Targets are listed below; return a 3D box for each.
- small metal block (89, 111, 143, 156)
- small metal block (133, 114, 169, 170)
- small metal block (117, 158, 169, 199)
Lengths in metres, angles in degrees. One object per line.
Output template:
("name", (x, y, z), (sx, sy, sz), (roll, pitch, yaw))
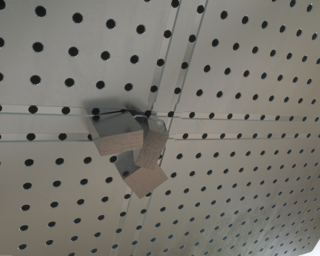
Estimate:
("small metal block", (-0.053, 0.005, 0.369), (0.050, 0.050, 0.025), (-10, 123, -23))
("small metal block", (-0.013, 0.017, 0.394), (0.025, 0.050, 0.050), (19, 109, -15))
("small metal block", (-0.023, 0.065, 0.438), (0.050, 0.025, 0.050), (-35, 129, -5))
